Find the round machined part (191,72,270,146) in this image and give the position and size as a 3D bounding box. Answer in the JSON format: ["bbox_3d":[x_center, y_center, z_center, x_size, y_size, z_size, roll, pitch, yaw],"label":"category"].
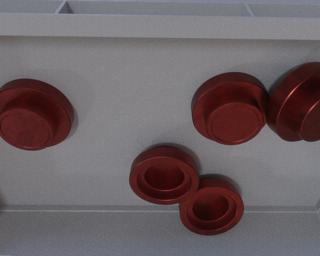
[{"bbox_3d":[0.089,-0.016,0.385,0.099,0.042,0.097,0,130,0],"label":"round machined part"}]

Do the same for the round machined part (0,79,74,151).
[{"bbox_3d":[-0.162,-0.009,0.388,0.099,0.042,0.097,0,130,0],"label":"round machined part"}]

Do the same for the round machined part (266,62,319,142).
[{"bbox_3d":[0.177,-0.023,0.358,0.099,0.042,0.097,-14,129,-17],"label":"round machined part"}]

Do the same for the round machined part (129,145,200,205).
[{"bbox_3d":[0.007,0.064,0.449,0.099,0.042,0.097,1,127,2],"label":"round machined part"}]

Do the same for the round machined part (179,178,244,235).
[{"bbox_3d":[0.079,0.119,0.490,0.099,0.042,0.097,-1,116,-2],"label":"round machined part"}]
